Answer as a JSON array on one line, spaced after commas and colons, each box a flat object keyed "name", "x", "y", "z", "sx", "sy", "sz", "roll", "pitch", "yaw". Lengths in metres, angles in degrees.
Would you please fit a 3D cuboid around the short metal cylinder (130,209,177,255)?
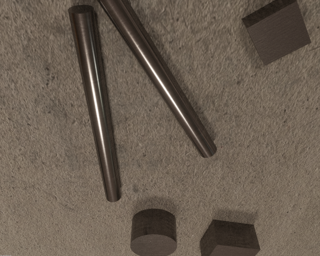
[{"name": "short metal cylinder", "x": -0.011, "y": 0.188, "z": 0.551, "sx": 0.081, "sy": 0.050, "sz": 0.079, "roll": 0, "pitch": 130, "yaw": 0}]

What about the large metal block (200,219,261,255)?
[{"name": "large metal block", "x": 0.128, "y": 0.220, "z": 0.581, "sx": 0.081, "sy": 0.050, "sz": 0.079, "roll": 10, "pitch": 129, "yaw": -9}]

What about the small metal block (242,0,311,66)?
[{"name": "small metal block", "x": 0.121, "y": -0.102, "z": 0.323, "sx": 0.050, "sy": 0.025, "sz": 0.050, "roll": -26, "pitch": 126, "yaw": 20}]

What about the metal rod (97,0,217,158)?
[{"name": "metal rod", "x": -0.004, "y": -0.067, "z": 0.349, "sx": 0.025, "sy": 0.025, "sz": 0.300, "roll": -23, "pitch": 127, "yaw": 18}]

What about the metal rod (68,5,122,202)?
[{"name": "metal rod", "x": -0.076, "y": -0.004, "z": 0.402, "sx": 0.025, "sy": 0.025, "sz": 0.298, "roll": -1, "pitch": 130, "yaw": 0}]
